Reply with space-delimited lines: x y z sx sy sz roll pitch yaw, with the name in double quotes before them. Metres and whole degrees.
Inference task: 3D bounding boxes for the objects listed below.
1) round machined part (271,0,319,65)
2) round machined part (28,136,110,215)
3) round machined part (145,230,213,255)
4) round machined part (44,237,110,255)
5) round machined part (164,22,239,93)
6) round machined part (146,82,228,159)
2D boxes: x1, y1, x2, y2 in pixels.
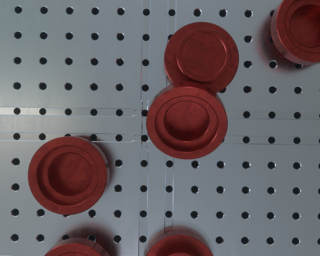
"round machined part" 0.194 -0.131 0.406 0.099 0.042 0.097 0 90 0
"round machined part" -0.115 0.059 0.404 0.099 0.042 0.097 0 90 0
"round machined part" 0.026 0.189 0.405 0.099 0.042 0.097 0 90 0
"round machined part" -0.107 0.191 0.404 0.099 0.042 0.097 0 90 0
"round machined part" 0.054 -0.091 0.405 0.099 0.042 0.097 0 90 0
"round machined part" 0.034 -0.012 0.393 0.098 0.042 0.097 2 116 5
